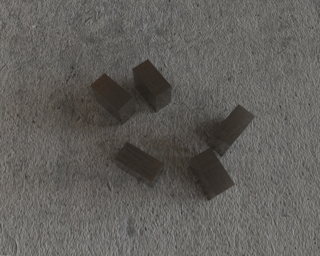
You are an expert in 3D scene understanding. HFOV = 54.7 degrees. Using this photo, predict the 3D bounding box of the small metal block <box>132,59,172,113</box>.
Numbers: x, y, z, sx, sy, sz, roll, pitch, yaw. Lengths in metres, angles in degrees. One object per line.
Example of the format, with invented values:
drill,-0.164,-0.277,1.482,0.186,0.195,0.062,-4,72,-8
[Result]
small metal block,-0.010,-0.055,0.415,0.025,0.050,0.050,-35,74,-12

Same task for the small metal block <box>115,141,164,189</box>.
small metal block,-0.024,0.046,0.378,0.050,0.050,0.025,30,73,10

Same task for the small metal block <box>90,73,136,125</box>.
small metal block,-0.060,-0.037,0.408,0.050,0.050,0.025,41,75,13

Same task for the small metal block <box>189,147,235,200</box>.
small metal block,0.061,0.057,0.374,0.025,0.050,0.050,-28,73,-10

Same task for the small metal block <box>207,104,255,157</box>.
small metal block,0.089,0.004,0.394,0.025,0.050,0.050,39,75,13
